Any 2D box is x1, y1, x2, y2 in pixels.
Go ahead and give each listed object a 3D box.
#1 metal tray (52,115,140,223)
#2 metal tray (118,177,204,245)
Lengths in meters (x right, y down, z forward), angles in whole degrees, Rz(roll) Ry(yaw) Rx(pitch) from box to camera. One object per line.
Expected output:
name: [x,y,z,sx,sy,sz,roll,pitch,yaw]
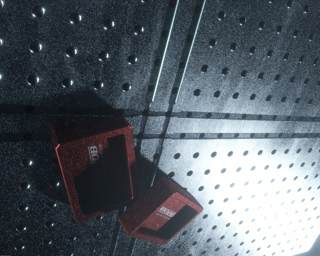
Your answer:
metal tray: [-0.078,0.055,0.400,0.091,0.030,0.129,-16,125,-20]
metal tray: [0.007,0.131,0.473,0.090,0.030,0.130,-43,145,1]
